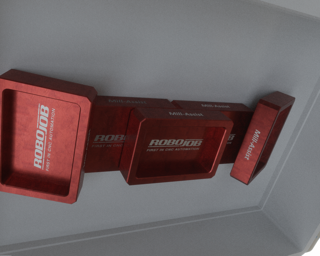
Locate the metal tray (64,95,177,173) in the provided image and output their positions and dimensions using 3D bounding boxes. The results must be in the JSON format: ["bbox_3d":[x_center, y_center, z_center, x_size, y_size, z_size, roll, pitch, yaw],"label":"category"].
[{"bbox_3d":[-0.048,0.008,0.383,0.131,0.030,0.089,0,118,-28],"label":"metal tray"}]

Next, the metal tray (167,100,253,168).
[{"bbox_3d":[0.067,0.009,0.446,0.131,0.030,0.089,0,118,-28],"label":"metal tray"}]

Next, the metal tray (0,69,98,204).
[{"bbox_3d":[-0.121,0.013,0.322,0.091,0.030,0.129,12,115,-6],"label":"metal tray"}]

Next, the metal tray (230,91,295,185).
[{"bbox_3d":[0.157,0.014,0.472,0.091,0.030,0.129,-21,132,-52],"label":"metal tray"}]

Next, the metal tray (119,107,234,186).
[{"bbox_3d":[0.021,0.023,0.390,0.131,0.030,0.089,1,118,-29],"label":"metal tray"}]
